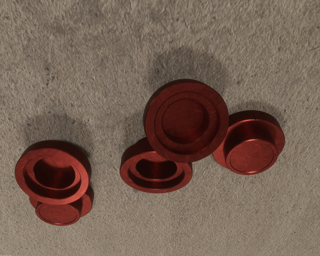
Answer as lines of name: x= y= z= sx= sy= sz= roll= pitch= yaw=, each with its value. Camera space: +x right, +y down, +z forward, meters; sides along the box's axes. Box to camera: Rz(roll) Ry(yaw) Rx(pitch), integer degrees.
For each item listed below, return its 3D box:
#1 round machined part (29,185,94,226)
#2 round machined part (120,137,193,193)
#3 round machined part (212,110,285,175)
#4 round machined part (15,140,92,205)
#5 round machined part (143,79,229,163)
round machined part: x=-0.159 y=0.120 z=0.496 sx=0.099 sy=0.042 sz=0.097 roll=0 pitch=131 yaw=0
round machined part: x=-0.005 y=0.047 z=0.432 sx=0.099 sy=0.042 sz=0.097 roll=1 pitch=137 yaw=1
round machined part: x=0.120 y=0.027 z=0.421 sx=0.099 sy=0.042 sz=0.097 roll=-1 pitch=130 yaw=0
round machined part: x=-0.146 y=0.058 z=0.436 sx=0.099 sy=0.042 sz=0.097 roll=-1 pitch=120 yaw=-1
round machined part: x=0.029 y=-0.011 z=0.372 sx=0.099 sy=0.042 sz=0.097 roll=-3 pitch=108 yaw=-8
